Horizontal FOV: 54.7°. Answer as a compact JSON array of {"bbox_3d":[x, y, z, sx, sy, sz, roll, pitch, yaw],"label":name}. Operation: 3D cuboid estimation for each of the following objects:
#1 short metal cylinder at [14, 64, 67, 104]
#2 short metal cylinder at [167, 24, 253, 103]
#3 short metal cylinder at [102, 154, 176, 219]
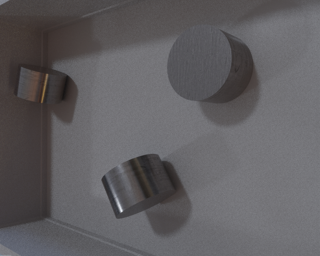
[{"bbox_3d":[-0.209,-0.078,0.544,0.080,0.081,0.050,25,106,37],"label":"short metal cylinder"},{"bbox_3d":[0.055,-0.069,0.345,0.080,0.050,0.080,0,90,40],"label":"short metal cylinder"},{"bbox_3d":[-0.027,0.074,0.394,0.080,0.081,0.050,-40,66,33],"label":"short metal cylinder"}]
